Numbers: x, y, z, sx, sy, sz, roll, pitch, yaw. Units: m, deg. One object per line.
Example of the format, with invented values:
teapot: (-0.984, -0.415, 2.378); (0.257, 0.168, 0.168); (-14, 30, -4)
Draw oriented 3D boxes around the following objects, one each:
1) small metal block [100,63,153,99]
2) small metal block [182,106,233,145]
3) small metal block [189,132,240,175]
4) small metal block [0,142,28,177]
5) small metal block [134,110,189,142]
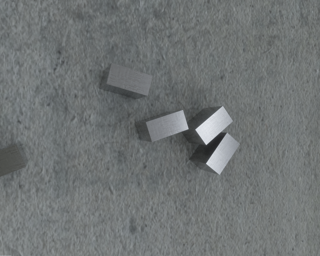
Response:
small metal block: (-0.043, -0.056, 0.380); (0.050, 0.050, 0.025); (15, 85, -20)
small metal block: (0.061, -0.004, 0.420); (0.050, 0.050, 0.025); (-40, 103, -16)
small metal block: (0.073, 0.033, 0.424); (0.025, 0.050, 0.050); (40, 77, -16)
small metal block: (-0.173, 0.037, 0.332); (0.050, 0.050, 0.025); (-22, 98, -19)
small metal block: (0.001, -0.003, 0.397); (0.050, 0.050, 0.025); (-19, 97, -19)
